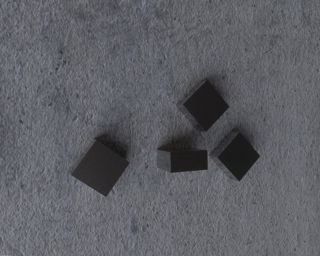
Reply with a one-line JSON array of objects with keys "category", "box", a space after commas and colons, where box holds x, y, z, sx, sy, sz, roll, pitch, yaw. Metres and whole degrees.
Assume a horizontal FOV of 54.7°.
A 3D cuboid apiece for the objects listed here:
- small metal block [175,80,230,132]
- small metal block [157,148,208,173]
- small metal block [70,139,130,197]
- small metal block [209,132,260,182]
[{"category": "small metal block", "box": [0.059, -0.030, 0.431, 0.050, 0.025, 0.050, -46, 104, -14]}, {"category": "small metal block", "box": [0.028, 0.041, 0.406, 0.050, 0.050, 0.025, -2, 91, -20]}, {"category": "small metal block", "box": [-0.074, 0.048, 0.382, 0.050, 0.025, 0.050, 37, 78, -16]}, {"category": "small metal block", "box": [0.108, 0.041, 0.449, 0.050, 0.025, 0.050, -47, 105, -14]}]
